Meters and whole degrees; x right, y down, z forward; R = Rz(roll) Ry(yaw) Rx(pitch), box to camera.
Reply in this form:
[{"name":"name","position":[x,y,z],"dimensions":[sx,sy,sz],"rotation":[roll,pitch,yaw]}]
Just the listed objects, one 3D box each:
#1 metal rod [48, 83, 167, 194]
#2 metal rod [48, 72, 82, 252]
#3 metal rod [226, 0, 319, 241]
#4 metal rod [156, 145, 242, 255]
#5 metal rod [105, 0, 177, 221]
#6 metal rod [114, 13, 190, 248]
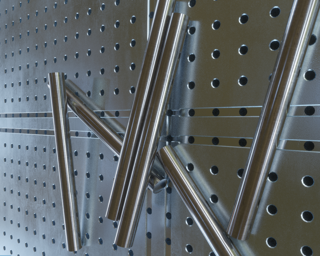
[{"name":"metal rod","position":[-0.097,-0.002,0.491],"dimensions":[0.300,0.025,0.025],"rotation":[39,114,33]},{"name":"metal rod","position":[-0.159,0.058,0.522],"dimensions":[0.025,0.025,0.298],"rotation":[-1,95,40]},{"name":"metal rod","position":[0.118,-0.027,0.312],"dimensions":[0.025,0.025,0.298],"rotation":[21,104,38]},{"name":"metal rod","position":[0.079,0.145,0.344],"dimensions":[0.025,0.025,0.299],"rotation":[-47,62,30]},{"name":"metal rod","position":[-0.025,-0.025,0.409],"dimensions":[0.025,0.025,0.298],"rotation":[16,93,39]},{"name":"metal rod","position":[-0.011,0.005,0.395],"dimensions":[0.025,0.025,0.299],"rotation":[16,93,39]}]
